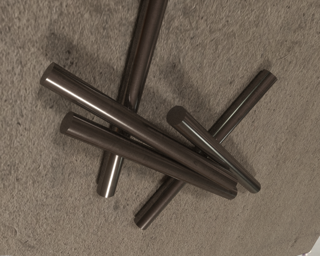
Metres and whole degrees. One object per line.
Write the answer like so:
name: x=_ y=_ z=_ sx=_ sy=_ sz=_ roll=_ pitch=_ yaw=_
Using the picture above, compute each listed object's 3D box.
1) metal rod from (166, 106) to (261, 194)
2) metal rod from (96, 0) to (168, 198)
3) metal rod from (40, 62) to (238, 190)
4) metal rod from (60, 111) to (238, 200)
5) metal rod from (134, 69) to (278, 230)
metal rod: x=0.096 y=0.048 z=0.461 sx=0.025 sy=0.025 sz=0.301 roll=-47 pitch=139 yaw=4
metal rod: x=-0.032 y=-0.044 z=0.362 sx=0.025 sy=0.025 sz=0.298 roll=3 pitch=117 yaw=-30
metal rod: x=-0.001 y=0.014 z=0.377 sx=0.301 sy=0.025 sz=0.025 roll=32 pitch=100 yaw=-34
metal rod: x=0.010 y=0.049 z=0.410 sx=0.301 sy=0.025 sz=0.025 roll=28 pitch=103 yaw=-38
metal rod: x=0.064 y=0.036 z=0.466 sx=0.025 sy=0.025 sz=0.299 roll=35 pitch=99 yaw=-39
